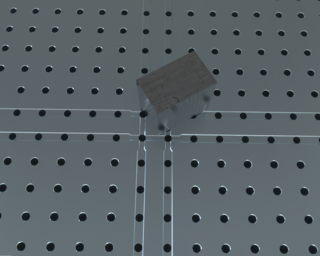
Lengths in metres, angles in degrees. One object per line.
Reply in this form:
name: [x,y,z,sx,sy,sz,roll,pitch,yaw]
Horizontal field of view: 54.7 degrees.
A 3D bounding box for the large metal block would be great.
large metal block: [0.019,-0.041,0.398,0.080,0.080,0.050,-29,73,-10]
